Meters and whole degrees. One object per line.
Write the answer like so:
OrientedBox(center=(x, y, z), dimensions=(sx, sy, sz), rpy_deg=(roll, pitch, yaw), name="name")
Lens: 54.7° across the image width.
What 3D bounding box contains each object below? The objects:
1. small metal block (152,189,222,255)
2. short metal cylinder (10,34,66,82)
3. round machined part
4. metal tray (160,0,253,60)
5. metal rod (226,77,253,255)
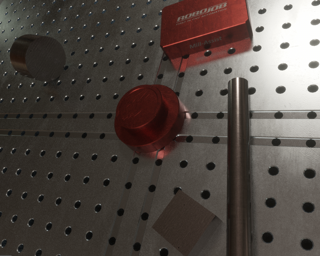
OrientedBox(center=(0.029, 0.102, 0.330), dimensions=(0.050, 0.025, 0.050), rpy_deg=(30, 78, 37), name="small metal block")
OrientedBox(center=(-0.221, -0.128, 0.565), dimensions=(0.050, 0.080, 0.080), rpy_deg=(17, 71, 34), name="short metal cylinder")
OrientedBox(center=(-0.020, -0.020, 0.419), dimensions=(0.098, 0.042, 0.098), rpy_deg=(-13, 56, 20), name="round machined part")
OrientedBox(center=(0.067, -0.162, 0.468), dimensions=(0.130, 0.030, 0.090), rpy_deg=(-11, 57, 21), name="metal tray")
OrientedBox(center=(0.082, 0.075, 0.318), dimensions=(0.025, 0.025, 0.299), rpy_deg=(-7, 59, 24), name="metal rod")
